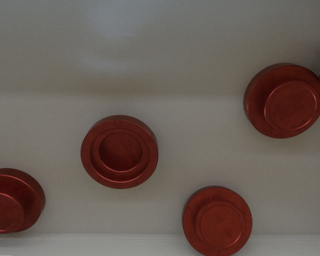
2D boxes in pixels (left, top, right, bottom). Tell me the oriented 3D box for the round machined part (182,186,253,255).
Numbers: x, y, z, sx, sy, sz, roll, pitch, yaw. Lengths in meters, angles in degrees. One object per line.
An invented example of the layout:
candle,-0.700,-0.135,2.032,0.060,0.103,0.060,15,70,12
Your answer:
round machined part,0.081,0.132,0.433,0.099,0.042,0.097,0,86,-1

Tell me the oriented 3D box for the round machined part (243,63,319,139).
round machined part,0.160,-0.031,0.393,0.099,0.042,0.097,0,110,-1

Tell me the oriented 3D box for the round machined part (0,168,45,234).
round machined part,-0.220,0.110,0.440,0.099,0.042,0.097,0,110,-1

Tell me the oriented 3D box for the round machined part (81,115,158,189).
round machined part,-0.051,0.028,0.412,0.099,0.042,0.097,0,110,-1
